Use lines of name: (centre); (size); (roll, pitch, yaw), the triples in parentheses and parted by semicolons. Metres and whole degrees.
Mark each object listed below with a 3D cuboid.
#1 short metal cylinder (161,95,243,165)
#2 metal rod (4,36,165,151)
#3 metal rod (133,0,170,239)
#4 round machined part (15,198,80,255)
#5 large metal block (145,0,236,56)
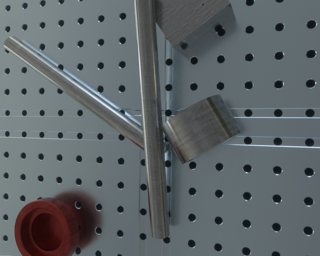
short metal cylinder: (0.049, 0.003, 0.366); (0.080, 0.080, 0.050); (-31, 80, 17)
metal rod: (-0.119, -0.052, 0.453); (0.300, 0.025, 0.025); (35, 101, 16)
metal rod: (-0.010, -0.009, 0.382); (0.025, 0.025, 0.298); (-1, 98, 19)
round machined part: (-0.161, 0.151, 0.459); (0.098, 0.042, 0.097); (0, 90, 19)
large metal block: (0.035, -0.151, 0.387); (0.080, 0.050, 0.080); (-35, 79, 16)
